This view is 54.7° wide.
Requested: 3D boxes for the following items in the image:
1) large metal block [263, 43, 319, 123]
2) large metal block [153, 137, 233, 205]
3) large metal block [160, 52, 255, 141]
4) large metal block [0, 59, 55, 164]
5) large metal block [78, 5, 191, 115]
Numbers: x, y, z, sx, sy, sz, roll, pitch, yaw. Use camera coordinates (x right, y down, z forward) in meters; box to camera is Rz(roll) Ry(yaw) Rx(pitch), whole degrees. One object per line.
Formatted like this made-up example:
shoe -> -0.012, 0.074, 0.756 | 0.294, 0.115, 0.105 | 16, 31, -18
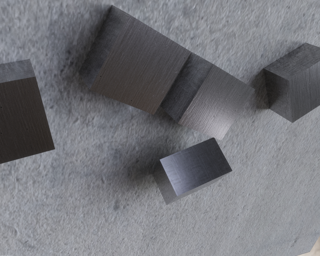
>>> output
large metal block -> 0.209, -0.068, 0.466 | 0.080, 0.050, 0.080 | -31, 129, -8
large metal block -> 0.041, 0.062, 0.429 | 0.081, 0.050, 0.080 | -21, 163, -16
large metal block -> 0.061, -0.039, 0.402 | 0.080, 0.050, 0.080 | 20, 107, -36
large metal block -> -0.155, -0.014, 0.298 | 0.081, 0.050, 0.079 | -16, 125, -20
large metal block -> -0.028, -0.071, 0.333 | 0.080, 0.050, 0.080 | 20, 107, -36
